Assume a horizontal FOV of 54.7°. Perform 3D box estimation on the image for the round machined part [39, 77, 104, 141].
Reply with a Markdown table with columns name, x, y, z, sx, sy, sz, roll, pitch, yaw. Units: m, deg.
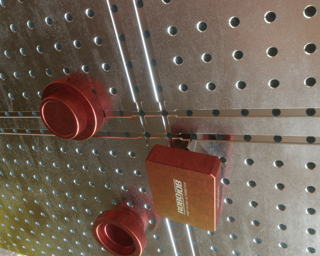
| name | x | y | z | sx | sy | sz | roll | pitch | yaw |
| --- | --- | --- | --- | --- | --- | --- | --- | --- | --- |
| round machined part | -0.136 | -0.022 | 0.456 | 0.098 | 0.042 | 0.097 | 13 | 124 | 20 |

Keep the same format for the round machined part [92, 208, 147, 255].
| name | x | y | z | sx | sy | sz | roll | pitch | yaw |
| --- | --- | --- | --- | --- | --- | --- | --- | --- | --- |
| round machined part | -0.067 | 0.181 | 0.545 | 0.098 | 0.042 | 0.097 | 13 | 124 | 20 |

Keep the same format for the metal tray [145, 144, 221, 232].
| name | x | y | z | sx | sy | sz | roll | pitch | yaw |
| --- | --- | --- | --- | --- | --- | --- | --- | --- | --- |
| metal tray | 0.035 | 0.084 | 0.422 | 0.090 | 0.030 | 0.129 | 10 | 135 | 21 |

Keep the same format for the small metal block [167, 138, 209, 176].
| name | x | y | z | sx | sy | sz | roll | pitch | yaw |
| --- | --- | --- | --- | --- | --- | --- | --- | --- | --- |
| small metal block | 0.041 | 0.049 | 0.419 | 0.050 | 0.025 | 0.050 | 47 | 129 | -5 |
